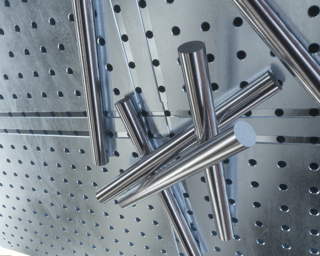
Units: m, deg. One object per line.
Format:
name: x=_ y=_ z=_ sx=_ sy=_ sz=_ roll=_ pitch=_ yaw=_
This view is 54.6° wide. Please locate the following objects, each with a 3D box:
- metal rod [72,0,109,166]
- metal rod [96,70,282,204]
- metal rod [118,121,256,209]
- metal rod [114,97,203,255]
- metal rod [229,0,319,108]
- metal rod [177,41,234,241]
metal rod: x=-0.092 y=-0.074 z=0.414 sx=0.025 sy=0.025 sz=0.298 roll=14 pitch=124 yaw=20
metal rod: x=0.015 y=0.027 z=0.396 sx=0.299 sy=0.025 sz=0.025 roll=-37 pitch=98 yaw=31
metal rod: x=0.008 y=0.063 z=0.393 sx=0.025 sy=0.025 sz=0.299 roll=45 pitch=144 yaw=-3
metal rod: x=0.006 y=0.093 z=0.465 sx=0.025 sy=0.025 sz=0.299 roll=-10 pitch=114 yaw=32
metal rod: x=0.102 y=-0.100 z=0.295 sx=0.300 sy=0.025 sz=0.025 roll=47 pitch=129 yaw=-6
metal rod: x=0.062 y=0.041 z=0.367 sx=0.025 sy=0.025 sz=0.299 roll=5 pitch=132 yaw=26
